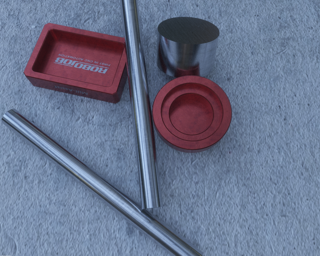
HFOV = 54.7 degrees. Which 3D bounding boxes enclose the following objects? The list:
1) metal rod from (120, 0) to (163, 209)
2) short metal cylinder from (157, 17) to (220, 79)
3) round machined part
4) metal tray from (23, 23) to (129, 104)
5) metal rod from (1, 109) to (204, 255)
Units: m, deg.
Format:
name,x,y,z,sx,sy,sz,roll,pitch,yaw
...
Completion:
name,x,y,z,sx,sy,sz,roll,pitch,yaw
metal rod,-0.027,-0.050,0.399,0.025,0.025,0.299,-7,74,-3
short metal cylinder,0.036,-0.110,0.419,0.081,0.050,0.080,2,43,-2
round machined part,0.040,-0.015,0.403,0.099,0.042,0.098,0,74,0
metal tray,-0.111,-0.093,0.438,0.131,0.030,0.090,13,70,4
metal rod,-0.079,0.069,0.382,0.300,0.025,0.025,35,74,11
